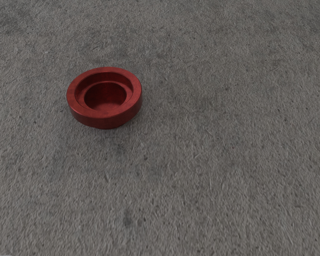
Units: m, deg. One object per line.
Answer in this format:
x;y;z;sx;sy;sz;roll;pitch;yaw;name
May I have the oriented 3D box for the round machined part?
-0.073;-0.036;0.423;0.099;0.042;0.098;0;50;0;round machined part
